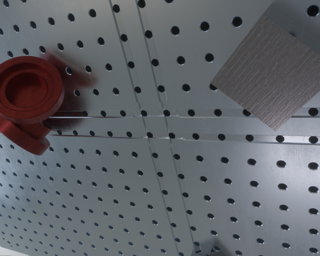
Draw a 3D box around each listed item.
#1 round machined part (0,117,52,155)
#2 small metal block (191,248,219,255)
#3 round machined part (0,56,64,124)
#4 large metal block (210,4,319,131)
[{"bbox_3d":[-0.211,-0.004,0.487,0.098,0.098,0.042,40,84,5],"label":"round machined part"},{"bbox_3d":[0.081,0.231,0.512,0.050,0.025,0.050,48,129,-6],"label":"small metal block"},{"bbox_3d":[-0.187,-0.050,0.441,0.098,0.098,0.042,34,158,5],"label":"round machined part"},{"bbox_3d":[0.110,-0.058,0.301,0.080,0.050,0.080,37,129,3],"label":"large metal block"}]
